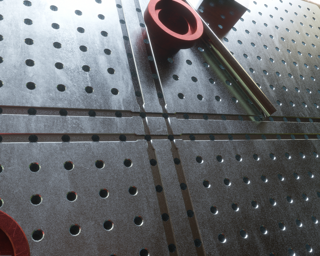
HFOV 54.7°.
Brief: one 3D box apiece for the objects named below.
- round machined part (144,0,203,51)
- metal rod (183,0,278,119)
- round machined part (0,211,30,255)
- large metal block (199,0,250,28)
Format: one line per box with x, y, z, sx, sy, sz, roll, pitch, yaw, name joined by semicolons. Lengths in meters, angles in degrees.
0.018;-0.167;0.509;0.099;0.042;0.098;14;56;-21;round machined part
0.101;-0.142;0.549;0.025;0.025;0.299;-28;77;-37;metal rod
-0.157;0.113;0.243;0.099;0.042;0.098;14;56;-21;round machined part
0.132;-0.263;0.624;0.080;0.050;0.080;27;52;-11;large metal block
